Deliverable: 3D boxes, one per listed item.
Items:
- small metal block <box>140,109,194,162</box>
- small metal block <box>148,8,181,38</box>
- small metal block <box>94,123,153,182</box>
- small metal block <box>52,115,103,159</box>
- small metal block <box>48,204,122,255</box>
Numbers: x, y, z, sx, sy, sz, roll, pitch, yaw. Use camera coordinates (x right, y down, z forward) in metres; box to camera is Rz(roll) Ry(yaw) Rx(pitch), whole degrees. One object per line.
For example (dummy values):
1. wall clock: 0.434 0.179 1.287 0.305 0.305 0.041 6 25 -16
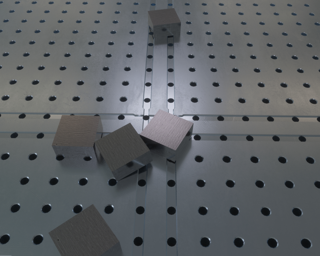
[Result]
1. small metal block: 0.009 0.009 0.401 0.050 0.025 0.050 23 53 18
2. small metal block: 0.007 -0.194 0.571 0.050 0.025 0.050 -10 51 -8
3. small metal block: -0.044 0.029 0.380 0.050 0.025 0.050 -29 56 -13
4. small metal block: -0.104 0.011 0.398 0.050 0.025 0.050 2 50 2
5. small metal block: -0.074 0.114 0.312 0.050 0.025 0.050 -31 57 -23
